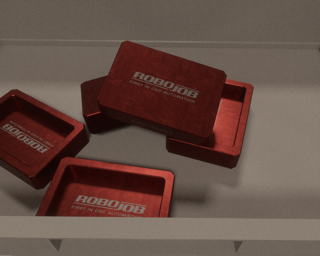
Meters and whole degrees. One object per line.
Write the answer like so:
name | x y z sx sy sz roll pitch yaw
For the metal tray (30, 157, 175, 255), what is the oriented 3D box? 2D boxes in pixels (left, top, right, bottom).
metal tray | -0.055 0.083 0.330 0.131 0.030 0.090 8 50 6

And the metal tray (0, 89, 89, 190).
metal tray | -0.170 0.009 0.391 0.130 0.030 0.090 26 54 19

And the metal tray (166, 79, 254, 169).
metal tray | 0.069 -0.016 0.415 0.090 0.030 0.130 14 51 11

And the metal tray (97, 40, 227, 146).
metal tray | 0.004 -0.042 0.365 0.131 0.030 0.090 18 69 0

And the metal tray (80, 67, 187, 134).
metal tray | -0.037 -0.046 0.415 0.131 0.030 0.090 -17 38 -5
